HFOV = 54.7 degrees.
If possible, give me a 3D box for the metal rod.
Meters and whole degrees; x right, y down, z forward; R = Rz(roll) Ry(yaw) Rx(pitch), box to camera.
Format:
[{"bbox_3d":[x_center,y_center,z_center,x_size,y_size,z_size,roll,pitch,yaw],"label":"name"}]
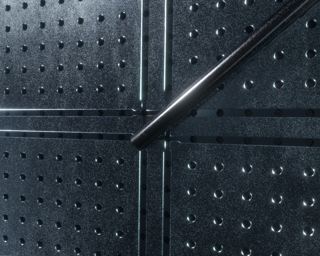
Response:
[{"bbox_3d":[0.079,-0.072,0.384,0.300,0.025,0.025,-40,78,15],"label":"metal rod"}]
